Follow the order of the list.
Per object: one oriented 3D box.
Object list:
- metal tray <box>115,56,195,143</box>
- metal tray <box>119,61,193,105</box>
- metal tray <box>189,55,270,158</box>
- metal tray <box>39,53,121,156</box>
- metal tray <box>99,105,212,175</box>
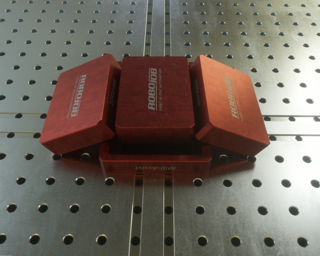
[{"bbox_3d":[-0.006,-0.041,0.399,0.091,0.030,0.130,0,50,-1],"label":"metal tray"},{"bbox_3d":[-0.006,-0.057,0.452,0.131,0.030,0.090,0,50,0],"label":"metal tray"},{"bbox_3d":[0.087,-0.032,0.407,0.091,0.030,0.130,18,47,-21],"label":"metal tray"},{"bbox_3d":[-0.100,-0.034,0.408,0.090,0.030,0.130,-17,47,19],"label":"metal tray"},{"bbox_3d":[-0.005,0.013,0.394,0.131,0.030,0.090,0,50,0],"label":"metal tray"}]
